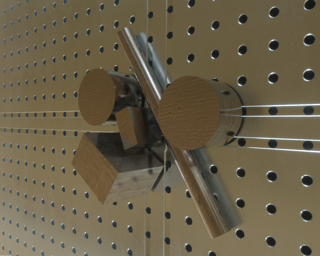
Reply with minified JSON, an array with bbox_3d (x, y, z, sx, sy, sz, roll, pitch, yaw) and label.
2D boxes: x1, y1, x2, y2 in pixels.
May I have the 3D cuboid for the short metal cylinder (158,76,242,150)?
[{"bbox_3d":[0.045,-0.016,0.351,0.080,0.050,0.079,0,90,40],"label":"short metal cylinder"}]

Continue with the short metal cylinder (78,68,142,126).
[{"bbox_3d":[-0.073,-0.043,0.449,0.080,0.050,0.079,0,90,40],"label":"short metal cylinder"}]

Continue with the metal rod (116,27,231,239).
[{"bbox_3d":[0.009,-0.008,0.397,0.025,0.025,0.299,-38,67,33],"label":"metal rod"}]

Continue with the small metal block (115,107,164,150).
[{"bbox_3d":[-0.027,0.001,0.410,0.025,0.050,0.050,-27,73,37],"label":"small metal block"}]

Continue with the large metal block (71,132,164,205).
[{"bbox_3d":[-0.057,0.049,0.414,0.080,0.081,0.050,42,116,32],"label":"large metal block"}]
